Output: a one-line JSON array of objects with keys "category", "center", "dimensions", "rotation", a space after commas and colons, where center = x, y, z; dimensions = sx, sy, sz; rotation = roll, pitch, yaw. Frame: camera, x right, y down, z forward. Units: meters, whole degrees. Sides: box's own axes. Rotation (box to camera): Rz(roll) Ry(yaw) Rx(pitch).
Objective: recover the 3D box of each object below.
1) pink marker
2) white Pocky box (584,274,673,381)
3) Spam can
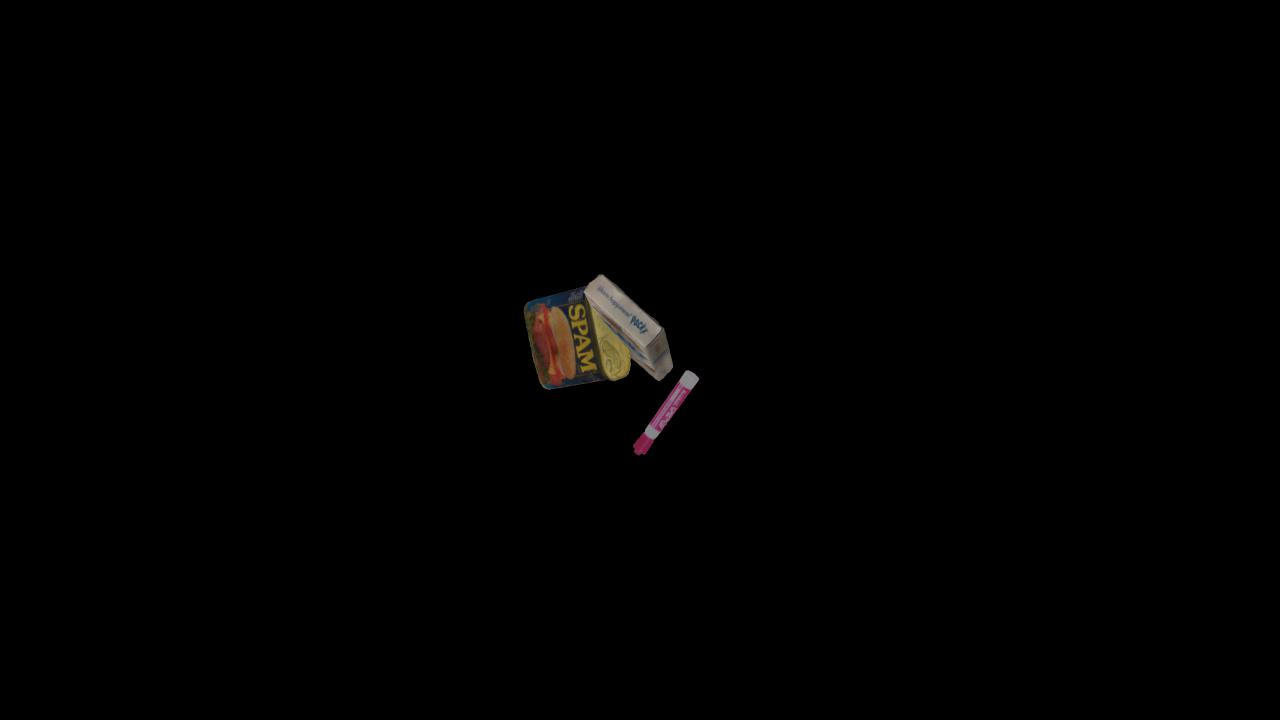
[{"category": "pink marker", "center": [0.029, 0.065, 0.728], "dimensions": [0.020, 0.121, 0.020], "rotation": [31, 17, -10]}, {"category": "white Pocky box", "center": [-0.007, -0.028, 0.630], "dimensions": [0.084, 0.028, 0.154], "rotation": [42, -6, 14]}, {"category": "Spam can", "center": [-0.066, -0.024, 0.639], "dimensions": [0.085, 0.101, 0.058], "rotation": [-10, 2, 28]}]
